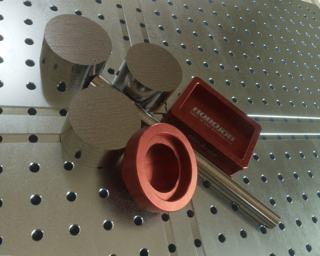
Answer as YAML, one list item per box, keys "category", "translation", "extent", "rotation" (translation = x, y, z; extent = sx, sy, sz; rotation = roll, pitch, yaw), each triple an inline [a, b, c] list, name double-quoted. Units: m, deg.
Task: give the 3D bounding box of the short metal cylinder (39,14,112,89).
- category: "short metal cylinder"
  translation: [-0.107, -0.096, 0.393]
  extent: [0.081, 0.050, 0.080]
  rotation: [14, 56, -21]

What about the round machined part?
- category: "round machined part"
  translation: [-0.004, 0.046, 0.353]
  extent: [0.099, 0.042, 0.098]
  rotation: [17, 66, -43]

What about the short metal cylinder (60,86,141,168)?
- category: "short metal cylinder"
  translation: [-0.068, -0.001, 0.355]
  extent: [0.081, 0.050, 0.080]
  rotation: [14, 56, -21]

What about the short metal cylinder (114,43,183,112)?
- category: "short metal cylinder"
  translation: [-0.017, -0.069, 0.424]
  extent: [0.081, 0.050, 0.080]
  rotation: [14, 56, -21]

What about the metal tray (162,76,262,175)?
- category: "metal tray"
  translation: [0.078, -0.005, 0.449]
  extent: [0.130, 0.030, 0.090]
  rotation: [38, 52, -3]

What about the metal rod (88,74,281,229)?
- category: "metal rod"
  translation: [0.033, 0.033, 0.406]
  extent: [0.300, 0.025, 0.025]
  rotation: [38, 51, -3]
